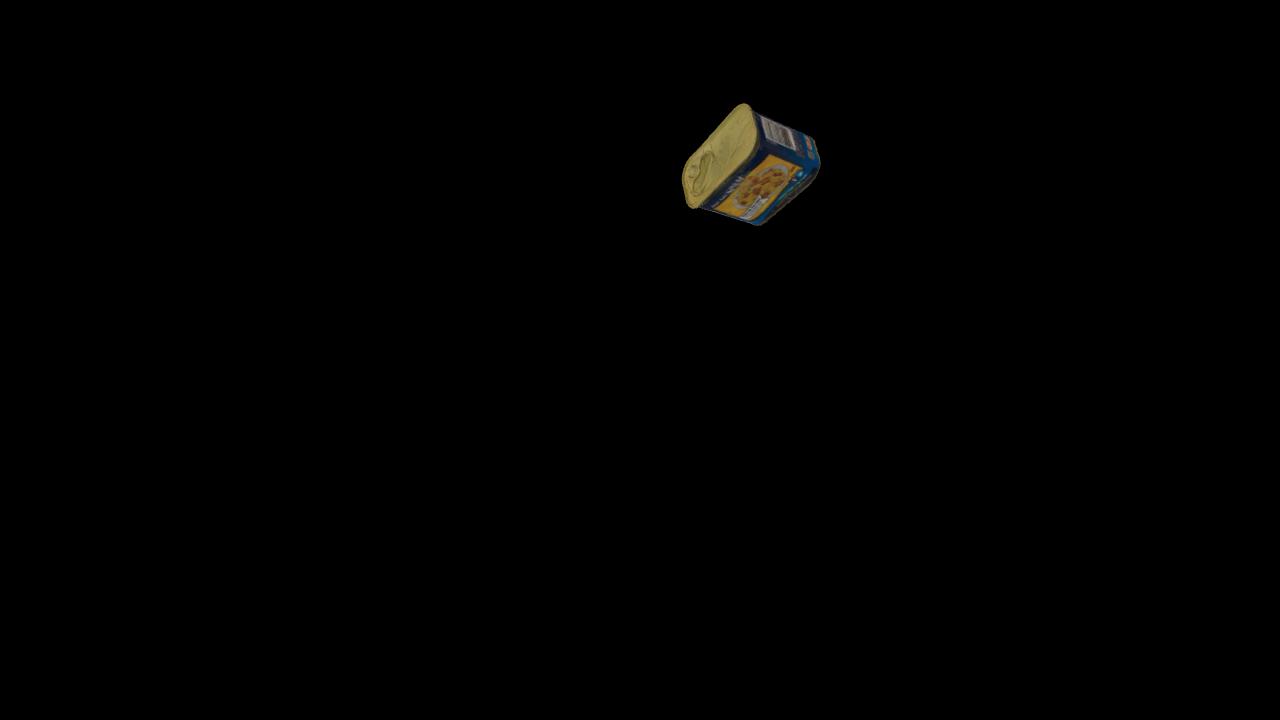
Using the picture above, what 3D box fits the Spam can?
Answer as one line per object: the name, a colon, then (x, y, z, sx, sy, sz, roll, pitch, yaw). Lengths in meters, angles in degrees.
Spam can: (0.103, -0.176, 0.574, 0.085, 0.058, 0.101, 8, -28, -32)
